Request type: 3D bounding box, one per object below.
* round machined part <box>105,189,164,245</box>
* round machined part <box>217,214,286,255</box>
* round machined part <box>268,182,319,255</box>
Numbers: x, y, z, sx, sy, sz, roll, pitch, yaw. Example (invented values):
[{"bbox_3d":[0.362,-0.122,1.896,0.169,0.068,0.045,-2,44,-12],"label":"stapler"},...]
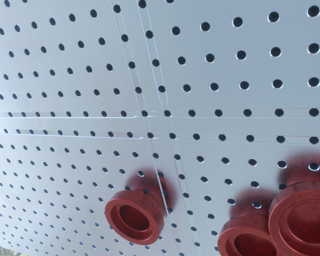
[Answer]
[{"bbox_3d":[-0.037,0.140,0.507,0.098,0.042,0.097,13,124,21],"label":"round machined part"},{"bbox_3d":[0.133,0.158,0.428,0.098,0.042,0.097,13,124,21],"label":"round machined part"},{"bbox_3d":[0.179,0.106,0.363,0.098,0.042,0.097,6,111,17],"label":"round machined part"}]
